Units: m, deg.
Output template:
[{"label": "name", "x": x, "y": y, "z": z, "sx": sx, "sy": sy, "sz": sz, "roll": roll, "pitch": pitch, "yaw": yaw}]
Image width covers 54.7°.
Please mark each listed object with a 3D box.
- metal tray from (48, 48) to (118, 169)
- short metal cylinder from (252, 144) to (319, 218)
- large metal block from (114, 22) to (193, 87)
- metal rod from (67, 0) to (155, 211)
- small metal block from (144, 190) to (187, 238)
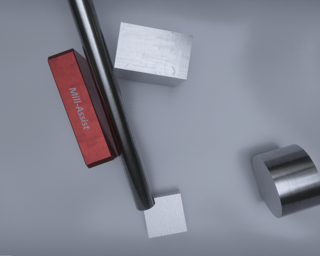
[{"label": "metal tray", "x": -0.086, "y": -0.022, "z": 0.377, "sx": 0.030, "sy": 0.090, "sz": 0.129, "roll": -20, "pitch": 90, "yaw": 1}, {"label": "short metal cylinder", "x": 0.156, "y": 0.065, "z": 0.386, "sx": 0.050, "sy": 0.080, "sz": 0.080, "roll": -17, "pitch": 90, "yaw": 0}, {"label": "large metal block", "x": -0.011, "y": -0.085, "z": 0.380, "sx": 0.081, "sy": 0.080, "sz": 0.050, "roll": 8, "pitch": 90, "yaw": -7}, {"label": "metal rod", "x": -0.056, "y": -0.040, "z": 0.342, "sx": 0.025, "sy": 0.025, "sz": 0.298, "roll": -16, "pitch": 108, "yaw": 0}, {"label": "small metal block", "x": 0.006, "y": 0.113, "z": 0.412, "sx": 0.050, "sy": 0.025, "sz": 0.050, "roll": -10, "pitch": 90, "yaw": -1}]
